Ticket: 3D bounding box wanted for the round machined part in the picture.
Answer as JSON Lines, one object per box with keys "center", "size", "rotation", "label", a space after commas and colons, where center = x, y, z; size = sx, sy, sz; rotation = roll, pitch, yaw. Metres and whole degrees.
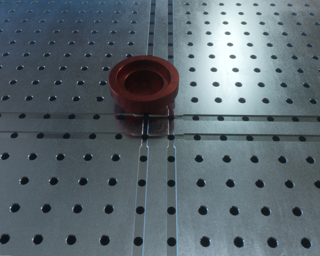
{"center": [-0.022, -0.058, 0.445], "size": [0.099, 0.042, 0.098], "rotation": [0, 50, 0], "label": "round machined part"}
